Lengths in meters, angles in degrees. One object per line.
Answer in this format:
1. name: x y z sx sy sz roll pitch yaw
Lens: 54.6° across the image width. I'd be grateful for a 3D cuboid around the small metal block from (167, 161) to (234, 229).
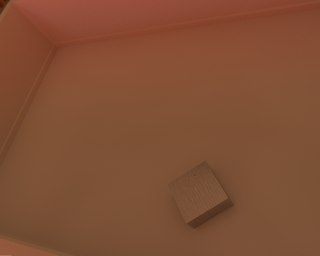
1. small metal block: 0.044 0.073 0.339 0.050 0.025 0.050 -33 51 6
